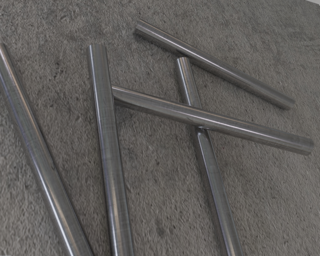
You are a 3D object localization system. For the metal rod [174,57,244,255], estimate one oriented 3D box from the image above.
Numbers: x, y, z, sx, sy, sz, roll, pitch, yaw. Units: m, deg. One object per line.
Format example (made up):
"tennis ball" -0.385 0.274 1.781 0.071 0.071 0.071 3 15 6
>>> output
"metal rod" 0.061 0.029 0.418 0.025 0.025 0.299 3 60 -27

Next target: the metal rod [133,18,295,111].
"metal rod" 0.098 -0.100 0.517 0.302 0.025 0.025 23 53 -14

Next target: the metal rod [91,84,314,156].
"metal rod" 0.061 -0.011 0.410 0.302 0.025 0.025 15 55 -8

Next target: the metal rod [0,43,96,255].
"metal rod" -0.119 0.037 0.316 0.025 0.025 0.299 -17 71 -35

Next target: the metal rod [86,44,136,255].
"metal rod" -0.052 0.042 0.331 0.025 0.025 0.299 0 67 -28
